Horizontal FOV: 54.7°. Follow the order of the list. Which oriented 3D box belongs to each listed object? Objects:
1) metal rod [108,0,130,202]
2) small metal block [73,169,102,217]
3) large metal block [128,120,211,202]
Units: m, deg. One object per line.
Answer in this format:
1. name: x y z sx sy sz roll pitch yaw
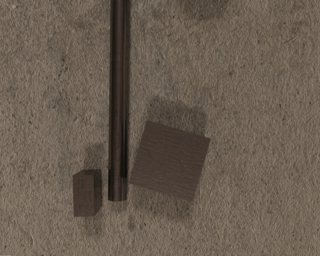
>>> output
1. metal rod: -0.054 -0.055 0.409 0.025 0.025 0.298 1 90 -1
2. small metal block: -0.092 0.081 0.396 0.025 0.050 0.050 -2 90 0
3. large metal block: 0.012 0.040 0.398 0.080 0.050 0.080 16 90 -1
